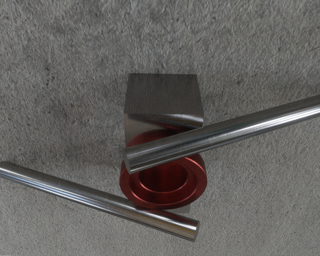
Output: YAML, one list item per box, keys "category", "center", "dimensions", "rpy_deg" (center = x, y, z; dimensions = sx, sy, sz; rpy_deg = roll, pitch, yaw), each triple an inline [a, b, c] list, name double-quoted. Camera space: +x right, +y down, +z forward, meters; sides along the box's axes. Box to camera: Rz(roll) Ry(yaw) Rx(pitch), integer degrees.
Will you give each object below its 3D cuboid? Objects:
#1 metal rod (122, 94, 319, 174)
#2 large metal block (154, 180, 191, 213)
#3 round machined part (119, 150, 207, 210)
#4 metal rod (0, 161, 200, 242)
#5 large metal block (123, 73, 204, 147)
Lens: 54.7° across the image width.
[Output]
- category: "metal rod"
  center: [0.108, -0.006, 0.335]
  dimensions: [0.302, 0.025, 0.025]
  rpy_deg: [-15, 132, -17]
- category: "large metal block"
  center: [0.000, 0.071, 0.433]
  dimensions: [0.081, 0.080, 0.050]
  rpy_deg: [1, 130, -1]
- category: "round machined part"
  center: [0.004, 0.050, 0.363]
  dimensions: [0.099, 0.042, 0.097]
  rpy_deg: [-1, 130, 0]
- category: "metal rod"
  center: [-0.096, 0.091, 0.412]
  dimensions: [0.301, 0.025, 0.025]
  rpy_deg: [12, 133, 19]
- category: "large metal block"
  center: [0.003, -0.021, 0.355]
  dimensions: [0.081, 0.080, 0.050]
  rpy_deg: [1, 130, -1]
